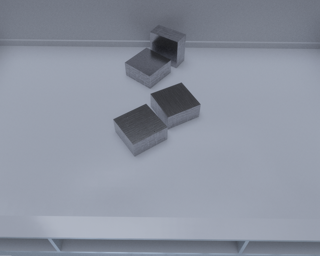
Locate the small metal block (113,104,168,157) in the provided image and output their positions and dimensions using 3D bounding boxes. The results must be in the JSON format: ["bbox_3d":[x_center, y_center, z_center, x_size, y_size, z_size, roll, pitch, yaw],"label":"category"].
[{"bbox_3d":[-0.025,0.002,0.403,0.050,0.025,0.050,-27,55,-21],"label":"small metal block"}]

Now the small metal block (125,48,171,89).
[{"bbox_3d":[-0.018,-0.094,0.484,0.050,0.025,0.050,33,57,24],"label":"small metal block"}]

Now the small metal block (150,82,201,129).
[{"bbox_3d":[0.021,-0.032,0.432,0.050,0.025,0.050,-22,54,-18],"label":"small metal block"}]

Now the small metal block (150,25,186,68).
[{"bbox_3d":[0.012,-0.131,0.499,0.050,0.050,0.025,26,55,20],"label":"small metal block"}]
